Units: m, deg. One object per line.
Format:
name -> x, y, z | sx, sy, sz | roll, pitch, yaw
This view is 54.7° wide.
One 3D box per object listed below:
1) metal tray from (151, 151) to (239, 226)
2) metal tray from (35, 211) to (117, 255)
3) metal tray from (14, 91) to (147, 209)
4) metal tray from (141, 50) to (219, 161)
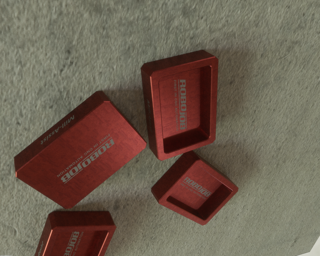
metal tray -> 0.060, 0.099, 0.499 | 0.090, 0.030, 0.130 | -48, 129, 5
metal tray -> -0.128, 0.180, 0.445 | 0.091, 0.030, 0.129 | 10, 113, -33
metal tray -> -0.092, 0.029, 0.372 | 0.130, 0.030, 0.090 | -39, 130, -2
metal tray -> 0.028, -0.027, 0.403 | 0.091, 0.030, 0.129 | -18, 126, -19
